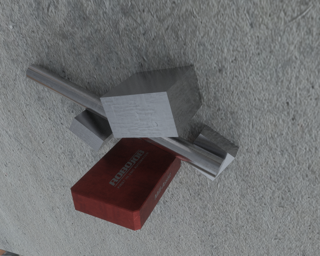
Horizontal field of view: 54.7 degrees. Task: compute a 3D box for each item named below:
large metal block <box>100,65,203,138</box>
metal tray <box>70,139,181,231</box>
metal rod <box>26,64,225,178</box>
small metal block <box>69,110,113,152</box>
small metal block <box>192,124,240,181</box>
[{"bbox_3d":[-0.006,-0.031,0.354,0.080,0.080,0.050,-2,118,29],"label":"large metal block"},{"bbox_3d":[-0.037,0.062,0.397,0.090,0.131,0.030,12,123,21],"label":"metal tray"},{"bbox_3d":[-0.058,-0.017,0.409,0.301,0.025,0.025,27,128,17],"label":"metal rod"},{"bbox_3d":[-0.089,-0.002,0.435,0.050,0.050,0.025,38,129,2],"label":"small metal block"},{"bbox_3d":[0.063,0.031,0.394,0.050,0.025,0.050,36,129,4],"label":"small metal block"}]
